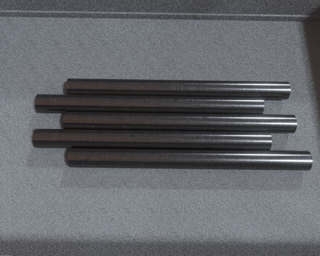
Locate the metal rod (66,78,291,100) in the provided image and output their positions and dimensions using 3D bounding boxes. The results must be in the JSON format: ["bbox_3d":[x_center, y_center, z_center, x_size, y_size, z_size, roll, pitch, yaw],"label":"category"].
[{"bbox_3d":[0.025,-0.054,0.428,0.302,0.025,0.025,1,70,0],"label":"metal rod"}]

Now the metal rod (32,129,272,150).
[{"bbox_3d":[-0.009,0.015,0.402,0.302,0.025,0.025,1,70,0],"label":"metal rod"}]

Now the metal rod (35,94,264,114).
[{"bbox_3d":[-0.013,-0.031,0.419,0.302,0.025,0.025,1,70,0],"label":"metal rod"}]

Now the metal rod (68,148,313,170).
[{"bbox_3d":[0.038,0.040,0.394,0.302,0.025,0.025,1,70,0],"label":"metal rod"}]

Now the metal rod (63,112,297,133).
[{"bbox_3d":[0.026,-0.007,0.411,0.302,0.025,0.025,1,70,0],"label":"metal rod"}]
